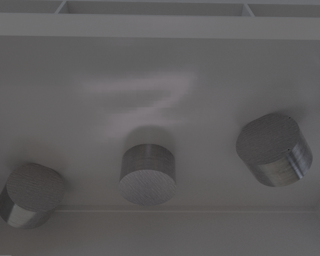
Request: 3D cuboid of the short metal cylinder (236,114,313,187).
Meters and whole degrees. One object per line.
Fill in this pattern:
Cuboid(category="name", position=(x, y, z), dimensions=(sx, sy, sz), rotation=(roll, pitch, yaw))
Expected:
Cuboid(category="short metal cylinder", position=(0.146, 0.028, 0.398), dimensions=(0.080, 0.080, 0.050), rotation=(-27, 125, 21))

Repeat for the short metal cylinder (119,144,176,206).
Cuboid(category="short metal cylinder", position=(-0.017, 0.069, 0.451), dimensions=(0.081, 0.050, 0.079), rotation=(0, 130, 0))

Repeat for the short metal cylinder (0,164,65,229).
Cuboid(category="short metal cylinder", position=(-0.189, 0.100, 0.456), dimensions=(0.080, 0.080, 0.050), rotation=(25, 126, -20))
